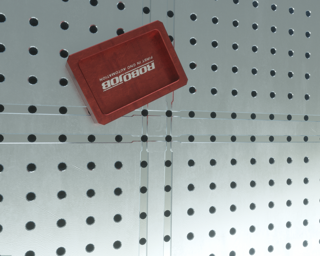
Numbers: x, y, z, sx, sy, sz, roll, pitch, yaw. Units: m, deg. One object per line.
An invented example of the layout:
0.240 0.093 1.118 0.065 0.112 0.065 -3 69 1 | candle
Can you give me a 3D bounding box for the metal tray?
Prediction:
-0.040 -0.070 0.394 0.131 0.030 0.090 -28 99 -18 | metal tray
